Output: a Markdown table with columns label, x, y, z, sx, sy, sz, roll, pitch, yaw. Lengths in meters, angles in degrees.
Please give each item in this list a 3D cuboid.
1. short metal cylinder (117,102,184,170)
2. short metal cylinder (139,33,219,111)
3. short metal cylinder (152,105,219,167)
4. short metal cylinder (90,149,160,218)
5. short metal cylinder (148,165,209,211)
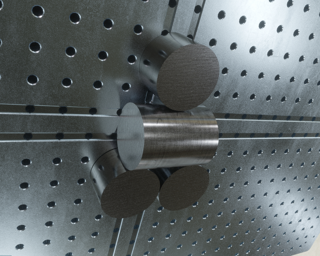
| label | x | y | z | sx | sy | sz | roll | pitch | yaw |
| --- | --- | --- | --- | --- | --- | --- | --- | --- | --- |
| short metal cylinder | -0.014 | 0.010 | 0.376 | 0.050 | 0.080 | 0.079 | 0 | 118 | -29 |
| short metal cylinder | 0.022 | -0.067 | 0.367 | 0.081 | 0.050 | 0.079 | -14 | 125 | -21 |
| short metal cylinder | 0.030 | 0.009 | 0.400 | 0.050 | 0.080 | 0.079 | 0 | 118 | -29 |
| short metal cylinder | -0.047 | 0.073 | 0.415 | 0.081 | 0.050 | 0.079 | -14 | 125 | -21 |
| short metal cylinder | 0.024 | 0.073 | 0.454 | 0.081 | 0.050 | 0.079 | -14 | 125 | -21 |
